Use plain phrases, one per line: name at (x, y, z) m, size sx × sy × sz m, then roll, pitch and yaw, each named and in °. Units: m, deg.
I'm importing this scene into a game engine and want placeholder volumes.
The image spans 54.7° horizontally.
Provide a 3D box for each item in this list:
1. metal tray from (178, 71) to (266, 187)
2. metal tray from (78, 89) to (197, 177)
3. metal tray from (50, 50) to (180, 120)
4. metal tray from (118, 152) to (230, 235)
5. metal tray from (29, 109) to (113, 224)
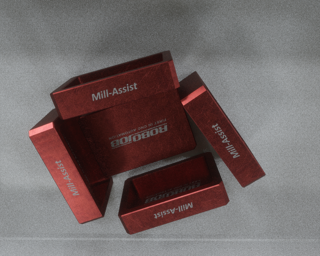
metal tray at (0.071, -0.001, 0.376) m, size 0.030 × 0.090 × 0.130 m, roll -34°, pitch 107°, yaw 12°
metal tray at (-0.027, 0.002, 0.406) m, size 0.131 × 0.030 × 0.090 m, roll -19°, pitch 109°, yaw 6°
metal tray at (-0.047, -0.052, 0.354) m, size 0.131 × 0.090 × 0.030 m, roll -15°, pitch 110°, yaw 5°
metal tray at (0.016, 0.081, 0.405) m, size 0.131 × 0.090 × 0.030 m, roll -19°, pitch 109°, yaw 6°
metal tray at (-0.104, 0.041, 0.388) m, size 0.030 × 0.090 × 0.129 m, roll -20°, pitch 109°, yaw 7°
